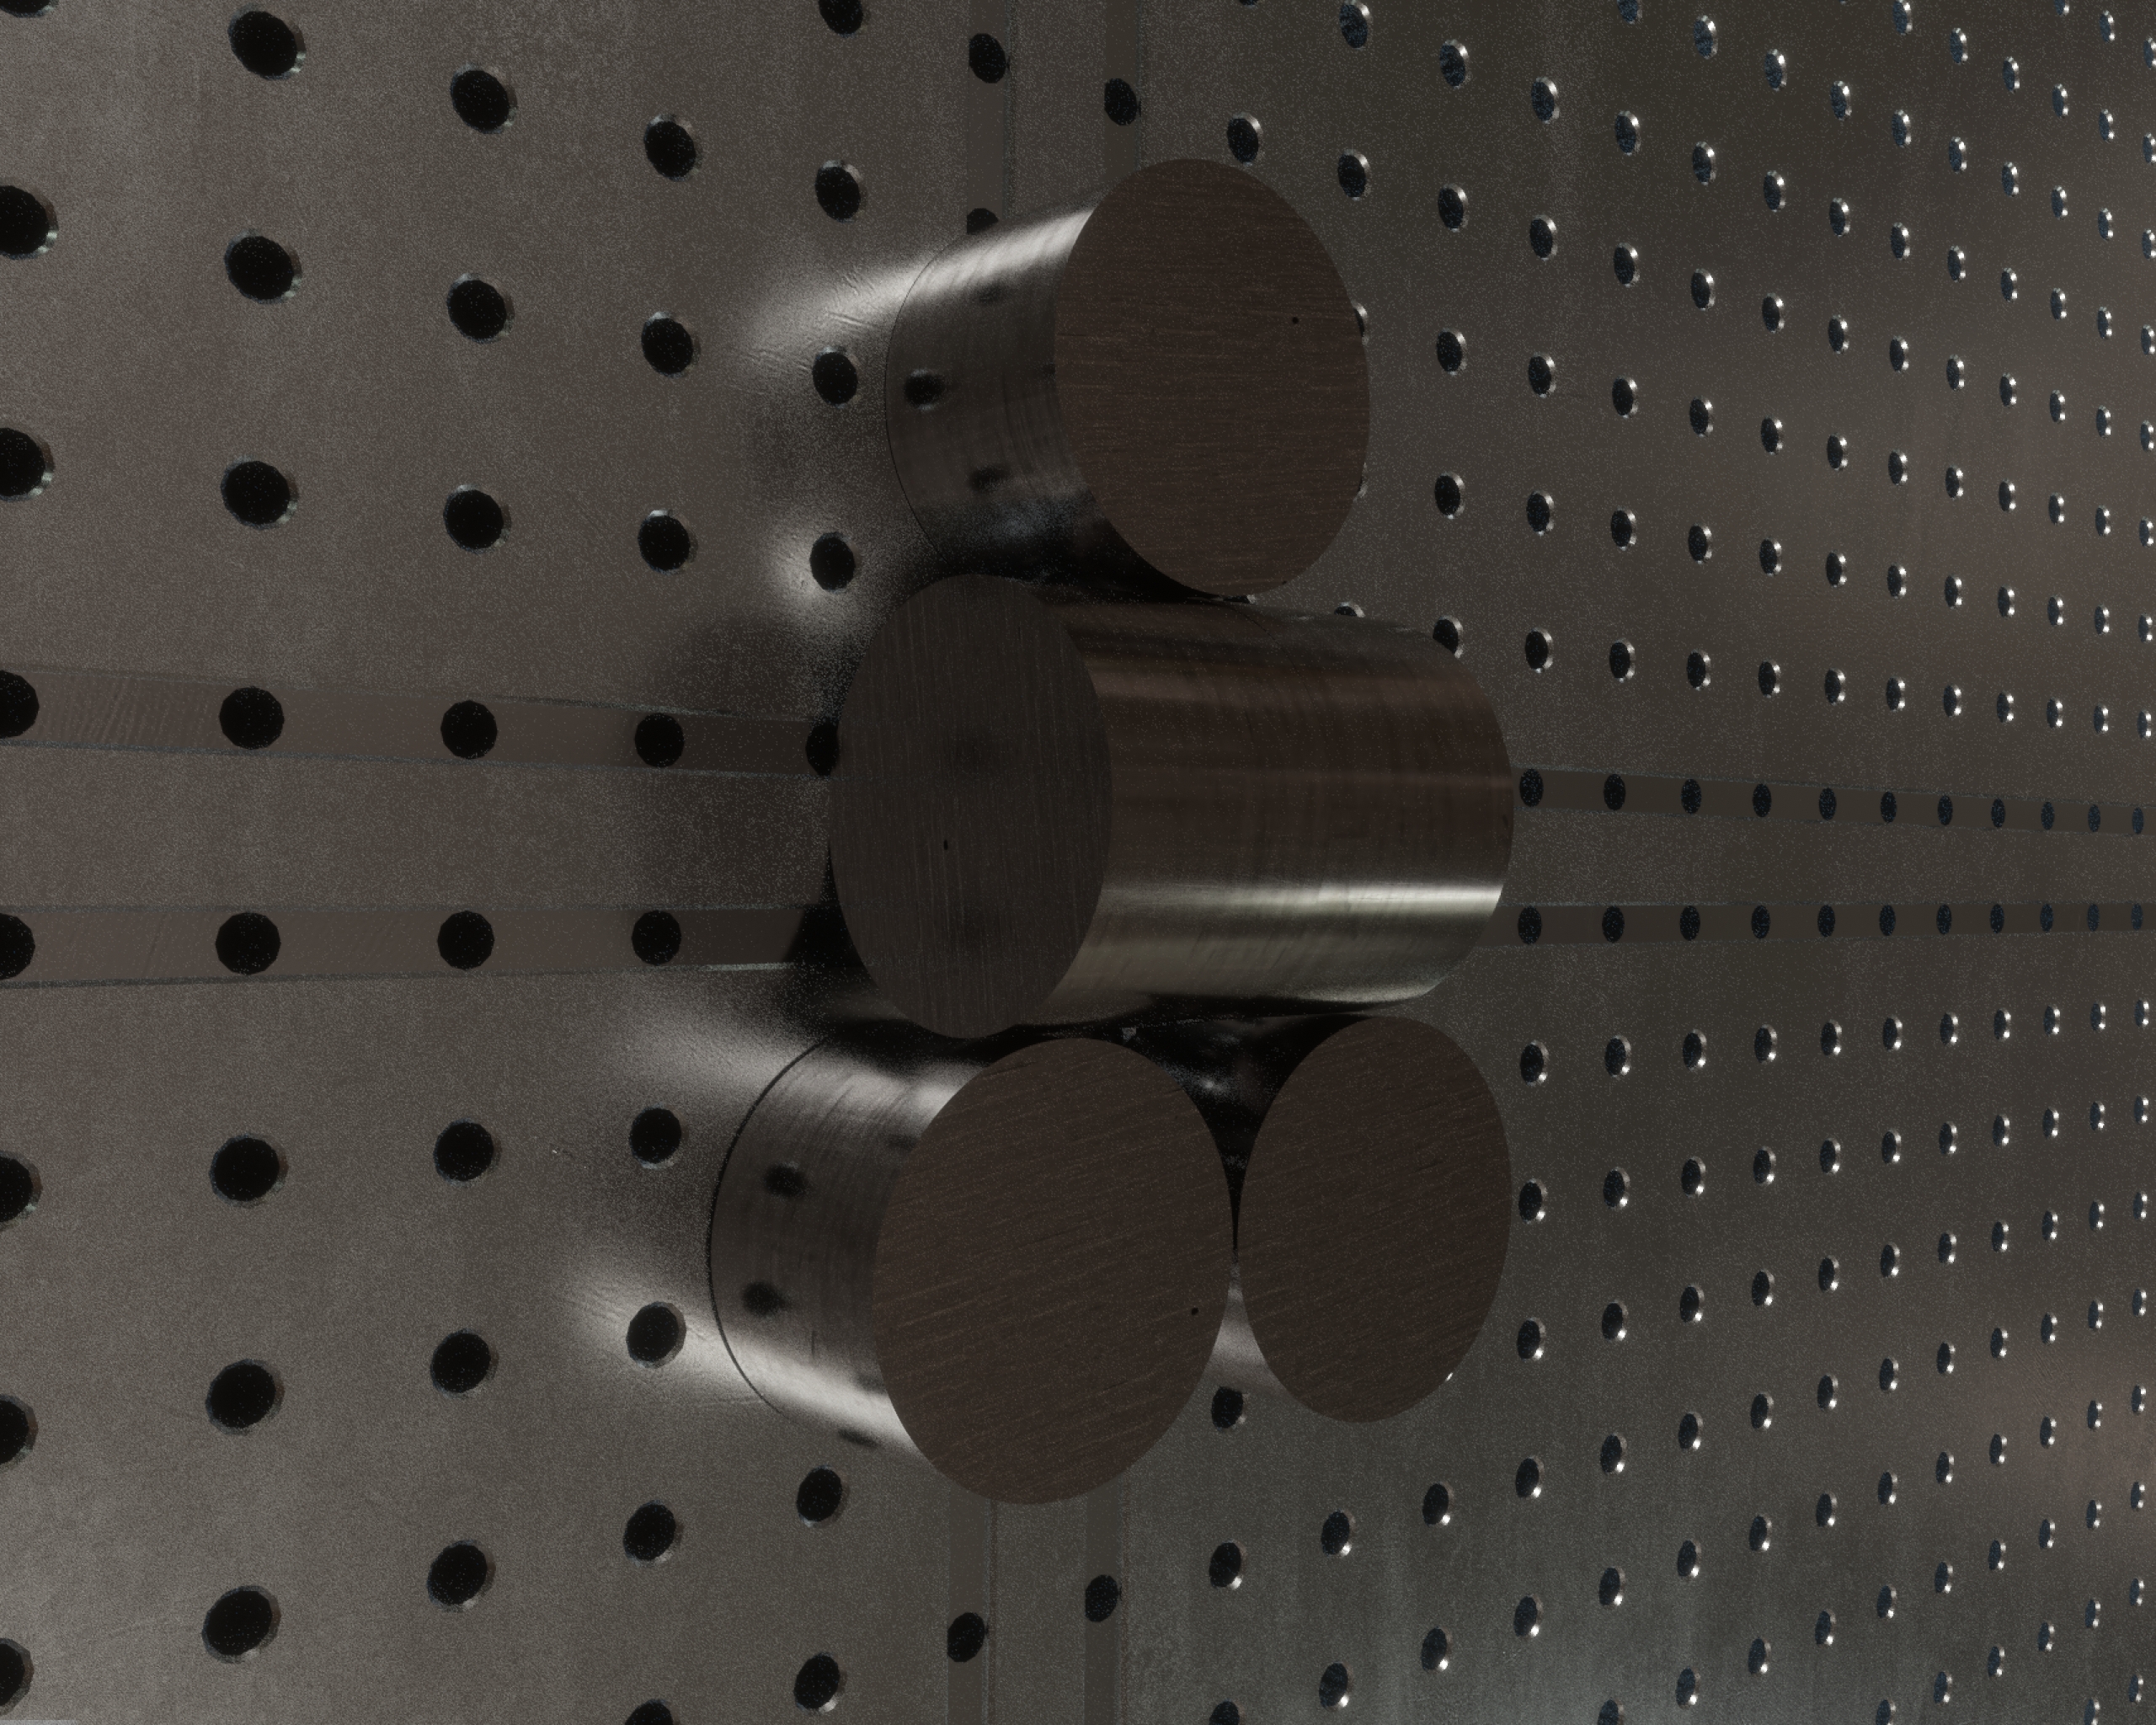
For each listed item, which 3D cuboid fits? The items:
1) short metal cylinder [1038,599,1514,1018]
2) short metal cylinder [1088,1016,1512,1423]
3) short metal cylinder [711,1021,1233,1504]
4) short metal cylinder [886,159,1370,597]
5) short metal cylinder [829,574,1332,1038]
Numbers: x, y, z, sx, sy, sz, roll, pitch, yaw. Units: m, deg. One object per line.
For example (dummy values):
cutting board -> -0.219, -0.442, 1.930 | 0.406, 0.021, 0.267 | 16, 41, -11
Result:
short metal cylinder -> 0.037, -0.010, 0.407 | 0.050, 0.080, 0.079 | 1, 90, -40
short metal cylinder -> 0.044, 0.070, 0.430 | 0.081, 0.050, 0.079 | 0, 90, -40
short metal cylinder -> -0.018, 0.070, 0.378 | 0.081, 0.050, 0.079 | 0, 90, -40
short metal cylinder -> 0.010, -0.089, 0.403 | 0.081, 0.050, 0.079 | 0, 90, -40
short metal cylinder -> -0.001, -0.010, 0.375 | 0.050, 0.080, 0.079 | 1, 90, -40
